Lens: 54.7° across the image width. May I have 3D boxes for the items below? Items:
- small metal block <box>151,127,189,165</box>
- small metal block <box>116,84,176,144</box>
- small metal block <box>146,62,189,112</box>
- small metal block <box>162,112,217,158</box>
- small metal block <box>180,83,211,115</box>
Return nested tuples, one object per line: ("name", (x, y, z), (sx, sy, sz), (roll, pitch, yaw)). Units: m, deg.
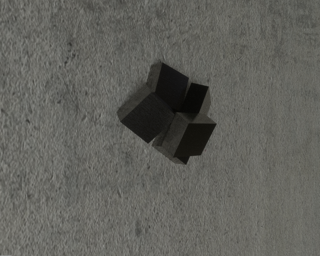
("small metal block", (0.022, 0.016, 0.427), (0.050, 0.025, 0.050), (40, 66, -33))
("small metal block", (-0.016, -0.017, 0.380), (0.050, 0.025, 0.050), (-43, 124, 9))
("small metal block", (0.008, -0.053, 0.415), (0.050, 0.025, 0.050), (22, 76, -38))
("small metal block", (0.037, 0.009, 0.392), (0.050, 0.025, 0.050), (0, 123, -40))
("small metal block", (0.051, -0.028, 0.437), (0.050, 0.025, 0.050), (62, 47, -64))
